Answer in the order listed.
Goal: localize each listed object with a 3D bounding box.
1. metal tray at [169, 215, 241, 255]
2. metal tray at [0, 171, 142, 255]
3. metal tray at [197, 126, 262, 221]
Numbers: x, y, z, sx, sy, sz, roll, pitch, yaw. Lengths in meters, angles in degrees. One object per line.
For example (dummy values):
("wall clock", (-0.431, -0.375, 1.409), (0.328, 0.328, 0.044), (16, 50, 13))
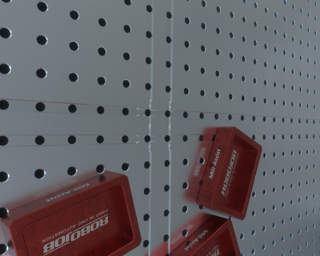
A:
("metal tray", (0.066, 0.203, 0.460), (0.131, 0.030, 0.090), (-28, 108, -36))
("metal tray", (-0.087, 0.110, 0.332), (0.131, 0.030, 0.090), (-19, 102, -38))
("metal tray", (0.116, 0.073, 0.501), (0.090, 0.030, 0.130), (31, 71, -36))
